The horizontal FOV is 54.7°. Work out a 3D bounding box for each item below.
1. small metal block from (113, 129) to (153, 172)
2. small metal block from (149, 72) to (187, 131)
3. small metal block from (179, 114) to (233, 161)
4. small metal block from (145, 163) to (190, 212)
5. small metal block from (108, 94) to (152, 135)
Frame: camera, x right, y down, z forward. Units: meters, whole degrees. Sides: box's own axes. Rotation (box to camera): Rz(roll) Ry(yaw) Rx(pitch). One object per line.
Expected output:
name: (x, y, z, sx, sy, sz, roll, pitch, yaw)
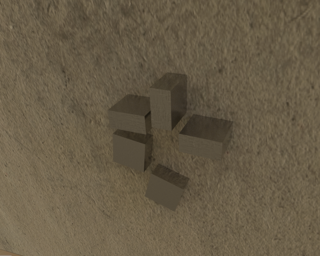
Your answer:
small metal block: (-0.039, 0.030, 0.444, 0.050, 0.025, 0.050, 17, 125, 18)
small metal block: (0.011, -0.032, 0.364, 0.025, 0.050, 0.050, 11, 123, 22)
small metal block: (0.055, 0.010, 0.367, 0.050, 0.050, 0.025, 12, 123, 21)
small metal block: (0.010, 0.088, 0.455, 0.050, 0.025, 0.050, 25, 127, 12)
small metal block: (-0.030, -0.019, 0.393, 0.050, 0.050, 0.025, 10, 123, 22)
